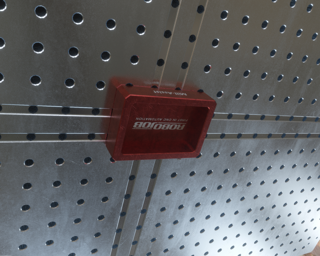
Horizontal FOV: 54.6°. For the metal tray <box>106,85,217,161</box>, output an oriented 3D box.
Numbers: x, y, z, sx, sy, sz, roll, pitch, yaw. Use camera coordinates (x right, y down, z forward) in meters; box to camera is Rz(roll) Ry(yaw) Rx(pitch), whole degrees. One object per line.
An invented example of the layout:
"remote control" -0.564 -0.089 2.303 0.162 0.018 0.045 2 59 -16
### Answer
"metal tray" 0.003 -0.004 0.405 0.131 0.030 0.089 1 118 -29
